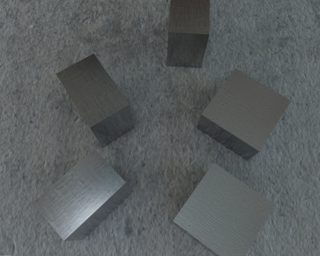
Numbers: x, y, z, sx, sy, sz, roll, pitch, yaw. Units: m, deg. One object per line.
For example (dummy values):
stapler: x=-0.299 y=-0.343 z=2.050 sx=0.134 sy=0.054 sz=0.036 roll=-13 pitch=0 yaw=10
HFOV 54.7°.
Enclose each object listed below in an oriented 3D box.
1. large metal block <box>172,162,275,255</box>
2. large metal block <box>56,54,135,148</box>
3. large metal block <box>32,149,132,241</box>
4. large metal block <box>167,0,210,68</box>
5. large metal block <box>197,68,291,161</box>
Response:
large metal block: x=0.070 y=0.100 z=0.359 sx=0.080 sy=0.050 sz=0.080 roll=35 pitch=73 yaw=11
large metal block: x=-0.077 y=-0.031 z=0.389 sx=0.050 sy=0.080 sz=0.080 roll=-32 pitch=74 yaw=-11
large metal block: x=-0.081 y=0.078 z=0.349 sx=0.080 sy=0.080 sz=0.050 roll=-43 pitch=76 yaw=-14
large metal block: x=0.038 y=-0.140 z=0.431 sx=0.050 sy=0.080 sz=0.080 roll=4 pitch=70 yaw=1
large metal block: x=0.106 y=-0.017 z=0.402 sx=0.080 sy=0.050 sz=0.080 roll=34 pitch=73 yaw=11
